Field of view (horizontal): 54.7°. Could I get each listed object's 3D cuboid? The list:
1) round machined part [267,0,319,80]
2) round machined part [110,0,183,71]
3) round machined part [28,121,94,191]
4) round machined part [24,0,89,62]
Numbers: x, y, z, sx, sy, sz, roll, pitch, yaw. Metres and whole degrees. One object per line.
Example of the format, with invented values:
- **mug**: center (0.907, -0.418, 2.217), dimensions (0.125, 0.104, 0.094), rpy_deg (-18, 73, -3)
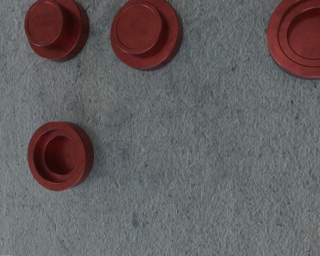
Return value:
- **round machined part**: center (0.170, -0.101, 0.340), dimensions (0.098, 0.042, 0.097), rpy_deg (0, 90, 20)
- **round machined part**: center (-0.022, -0.127, 0.408), dimensions (0.098, 0.042, 0.097), rpy_deg (0, 90, 20)
- **round machined part**: center (-0.138, 0.039, 0.449), dimensions (0.098, 0.042, 0.097), rpy_deg (0, 90, 20)
- **round machined part**: center (-0.158, -0.150, 0.456), dimensions (0.098, 0.042, 0.097), rpy_deg (0, 90, 20)
